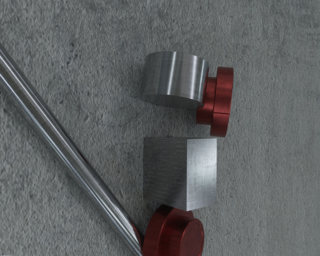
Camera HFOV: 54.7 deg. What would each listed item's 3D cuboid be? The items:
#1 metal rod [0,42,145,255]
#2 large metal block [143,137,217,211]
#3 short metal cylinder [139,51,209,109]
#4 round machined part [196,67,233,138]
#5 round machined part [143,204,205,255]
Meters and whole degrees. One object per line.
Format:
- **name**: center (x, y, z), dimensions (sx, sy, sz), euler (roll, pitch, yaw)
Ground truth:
- **metal rod**: center (-0.094, 0.031, 0.326), dimensions (0.025, 0.025, 0.299), euler (-45, 117, -30)
- **large metal block**: center (0.023, 0.052, 0.388), dimensions (0.050, 0.080, 0.080), euler (0, 90, -40)
- **short metal cylinder**: center (0.018, -0.056, 0.384), dimensions (0.081, 0.080, 0.050), euler (13, 82, -39)
- **round machined part**: center (0.075, -0.037, 0.435), dimensions (0.098, 0.042, 0.097), euler (5, 91, -81)
- **round machined part**: center (0.024, 0.147, 0.397), dimensions (0.099, 0.042, 0.097), euler (-5, 95, -57)
